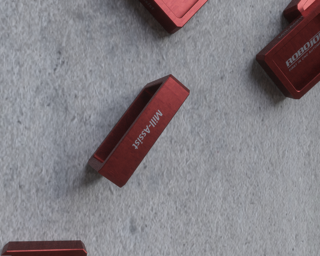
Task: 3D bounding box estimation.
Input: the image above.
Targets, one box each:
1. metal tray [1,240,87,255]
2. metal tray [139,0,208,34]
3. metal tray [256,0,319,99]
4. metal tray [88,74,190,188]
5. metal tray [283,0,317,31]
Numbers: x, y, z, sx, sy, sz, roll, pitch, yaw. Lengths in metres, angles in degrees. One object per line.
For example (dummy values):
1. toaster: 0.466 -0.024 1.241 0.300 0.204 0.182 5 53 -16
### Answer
1. metal tray: -0.138 0.200 0.355 0.091 0.030 0.129 7 88 -20
2. metal tray: 0.004 -0.203 0.408 0.130 0.030 0.090 45 76 -15
3. metal tray: 0.224 -0.119 0.469 0.130 0.030 0.090 -43 106 3
4. metal tray: -0.028 0.001 0.364 0.030 0.090 0.130 39 77 -16
5. metal tray: 0.273 -0.174 0.509 0.130 0.030 0.090 43 76 -15
